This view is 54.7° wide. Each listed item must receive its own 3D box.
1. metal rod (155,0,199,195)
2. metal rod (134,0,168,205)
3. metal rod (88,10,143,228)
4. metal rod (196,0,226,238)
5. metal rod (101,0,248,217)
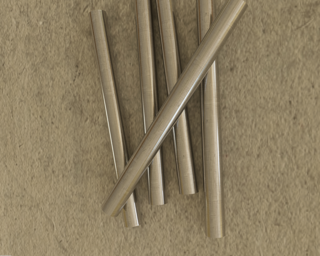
[{"bbox_3d":[0.019,-0.066,0.401,0.025,0.025,0.298,-8,87,19],"label":"metal rod"},{"bbox_3d":[-0.013,-0.050,0.412,0.025,0.025,0.298,-5,88,19],"label":"metal rod"},{"bbox_3d":[-0.062,-0.015,0.429,0.025,0.025,0.298,-11,86,19],"label":"metal rod"},{"bbox_3d":[0.063,-0.017,0.386,0.025,0.025,0.298,-3,89,19],"label":"metal rod"},{"bbox_3d":[0.012,-0.018,0.376,0.025,0.025,0.299,35,101,16],"label":"metal rod"}]
